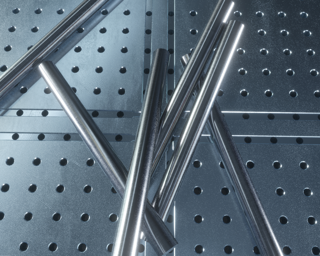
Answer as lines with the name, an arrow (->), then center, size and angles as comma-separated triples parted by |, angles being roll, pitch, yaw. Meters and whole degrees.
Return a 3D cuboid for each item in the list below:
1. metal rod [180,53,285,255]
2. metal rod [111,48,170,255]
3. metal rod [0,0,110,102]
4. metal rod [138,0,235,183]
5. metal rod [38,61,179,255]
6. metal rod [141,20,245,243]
metal rod -> 0.089, 0.032, 0.400 | 0.025, 0.025, 0.299 | -18, 71, -6
metal rod -> -0.017, 0.015, 0.367 | 0.025, 0.025, 0.300 | 7, 55, 3
metal rod -> -0.149, -0.140, 0.462 | 0.025, 0.025, 0.301 | 37, 74, 12
metal rod -> 0.028, -0.041, 0.406 | 0.025, 0.025, 0.300 | 24, 79, 8
metal rod -> -0.076, 0.022, 0.384 | 0.025, 0.025, 0.300 | -34, 66, -11
metal rod -> 0.044, -0.003, 0.392 | 0.025, 0.025, 0.299 | 22, 79, 8
